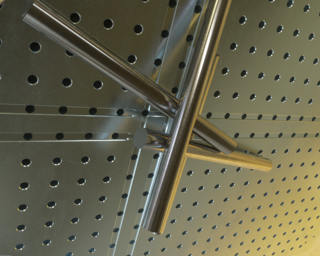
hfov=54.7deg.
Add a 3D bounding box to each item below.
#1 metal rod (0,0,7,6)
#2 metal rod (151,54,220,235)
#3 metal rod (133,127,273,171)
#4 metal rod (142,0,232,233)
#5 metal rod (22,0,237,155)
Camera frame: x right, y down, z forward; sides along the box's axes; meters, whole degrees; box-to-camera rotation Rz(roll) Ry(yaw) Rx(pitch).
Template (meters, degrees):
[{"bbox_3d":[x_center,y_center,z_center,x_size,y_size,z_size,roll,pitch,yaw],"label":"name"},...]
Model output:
[{"bbox_3d":[-0.101,-0.152,0.262,0.300,0.025,0.025,-41,130,-1],"label":"metal rod"},{"bbox_3d":[0.028,0.037,0.451,0.025,0.025,0.298,0,119,-29],"label":"metal rod"},{"bbox_3d":[0.085,0.039,0.459,0.302,0.025,0.025,14,111,-43],"label":"metal rod"},{"bbox_3d":[0.033,-0.025,0.359,0.025,0.025,0.298,15,93,-35],"label":"metal rod"},{"bbox_3d":[-0.010,-0.041,0.360,0.301,0.025,0.025,32,100,-32],"label":"metal rod"}]
